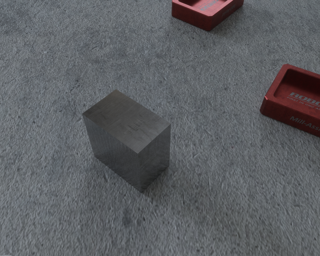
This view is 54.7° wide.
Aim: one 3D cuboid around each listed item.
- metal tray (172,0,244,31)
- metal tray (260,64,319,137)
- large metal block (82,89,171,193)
[{"bbox_3d":[0.096,-0.245,0.606,0.090,0.030,0.131,32,57,24],"label":"metal tray"},{"bbox_3d":[0.218,-0.034,0.429,0.130,0.030,0.090,25,54,19],"label":"metal tray"},{"bbox_3d":[-0.035,0.015,0.354,0.080,0.080,0.050,33,58,24],"label":"large metal block"}]
